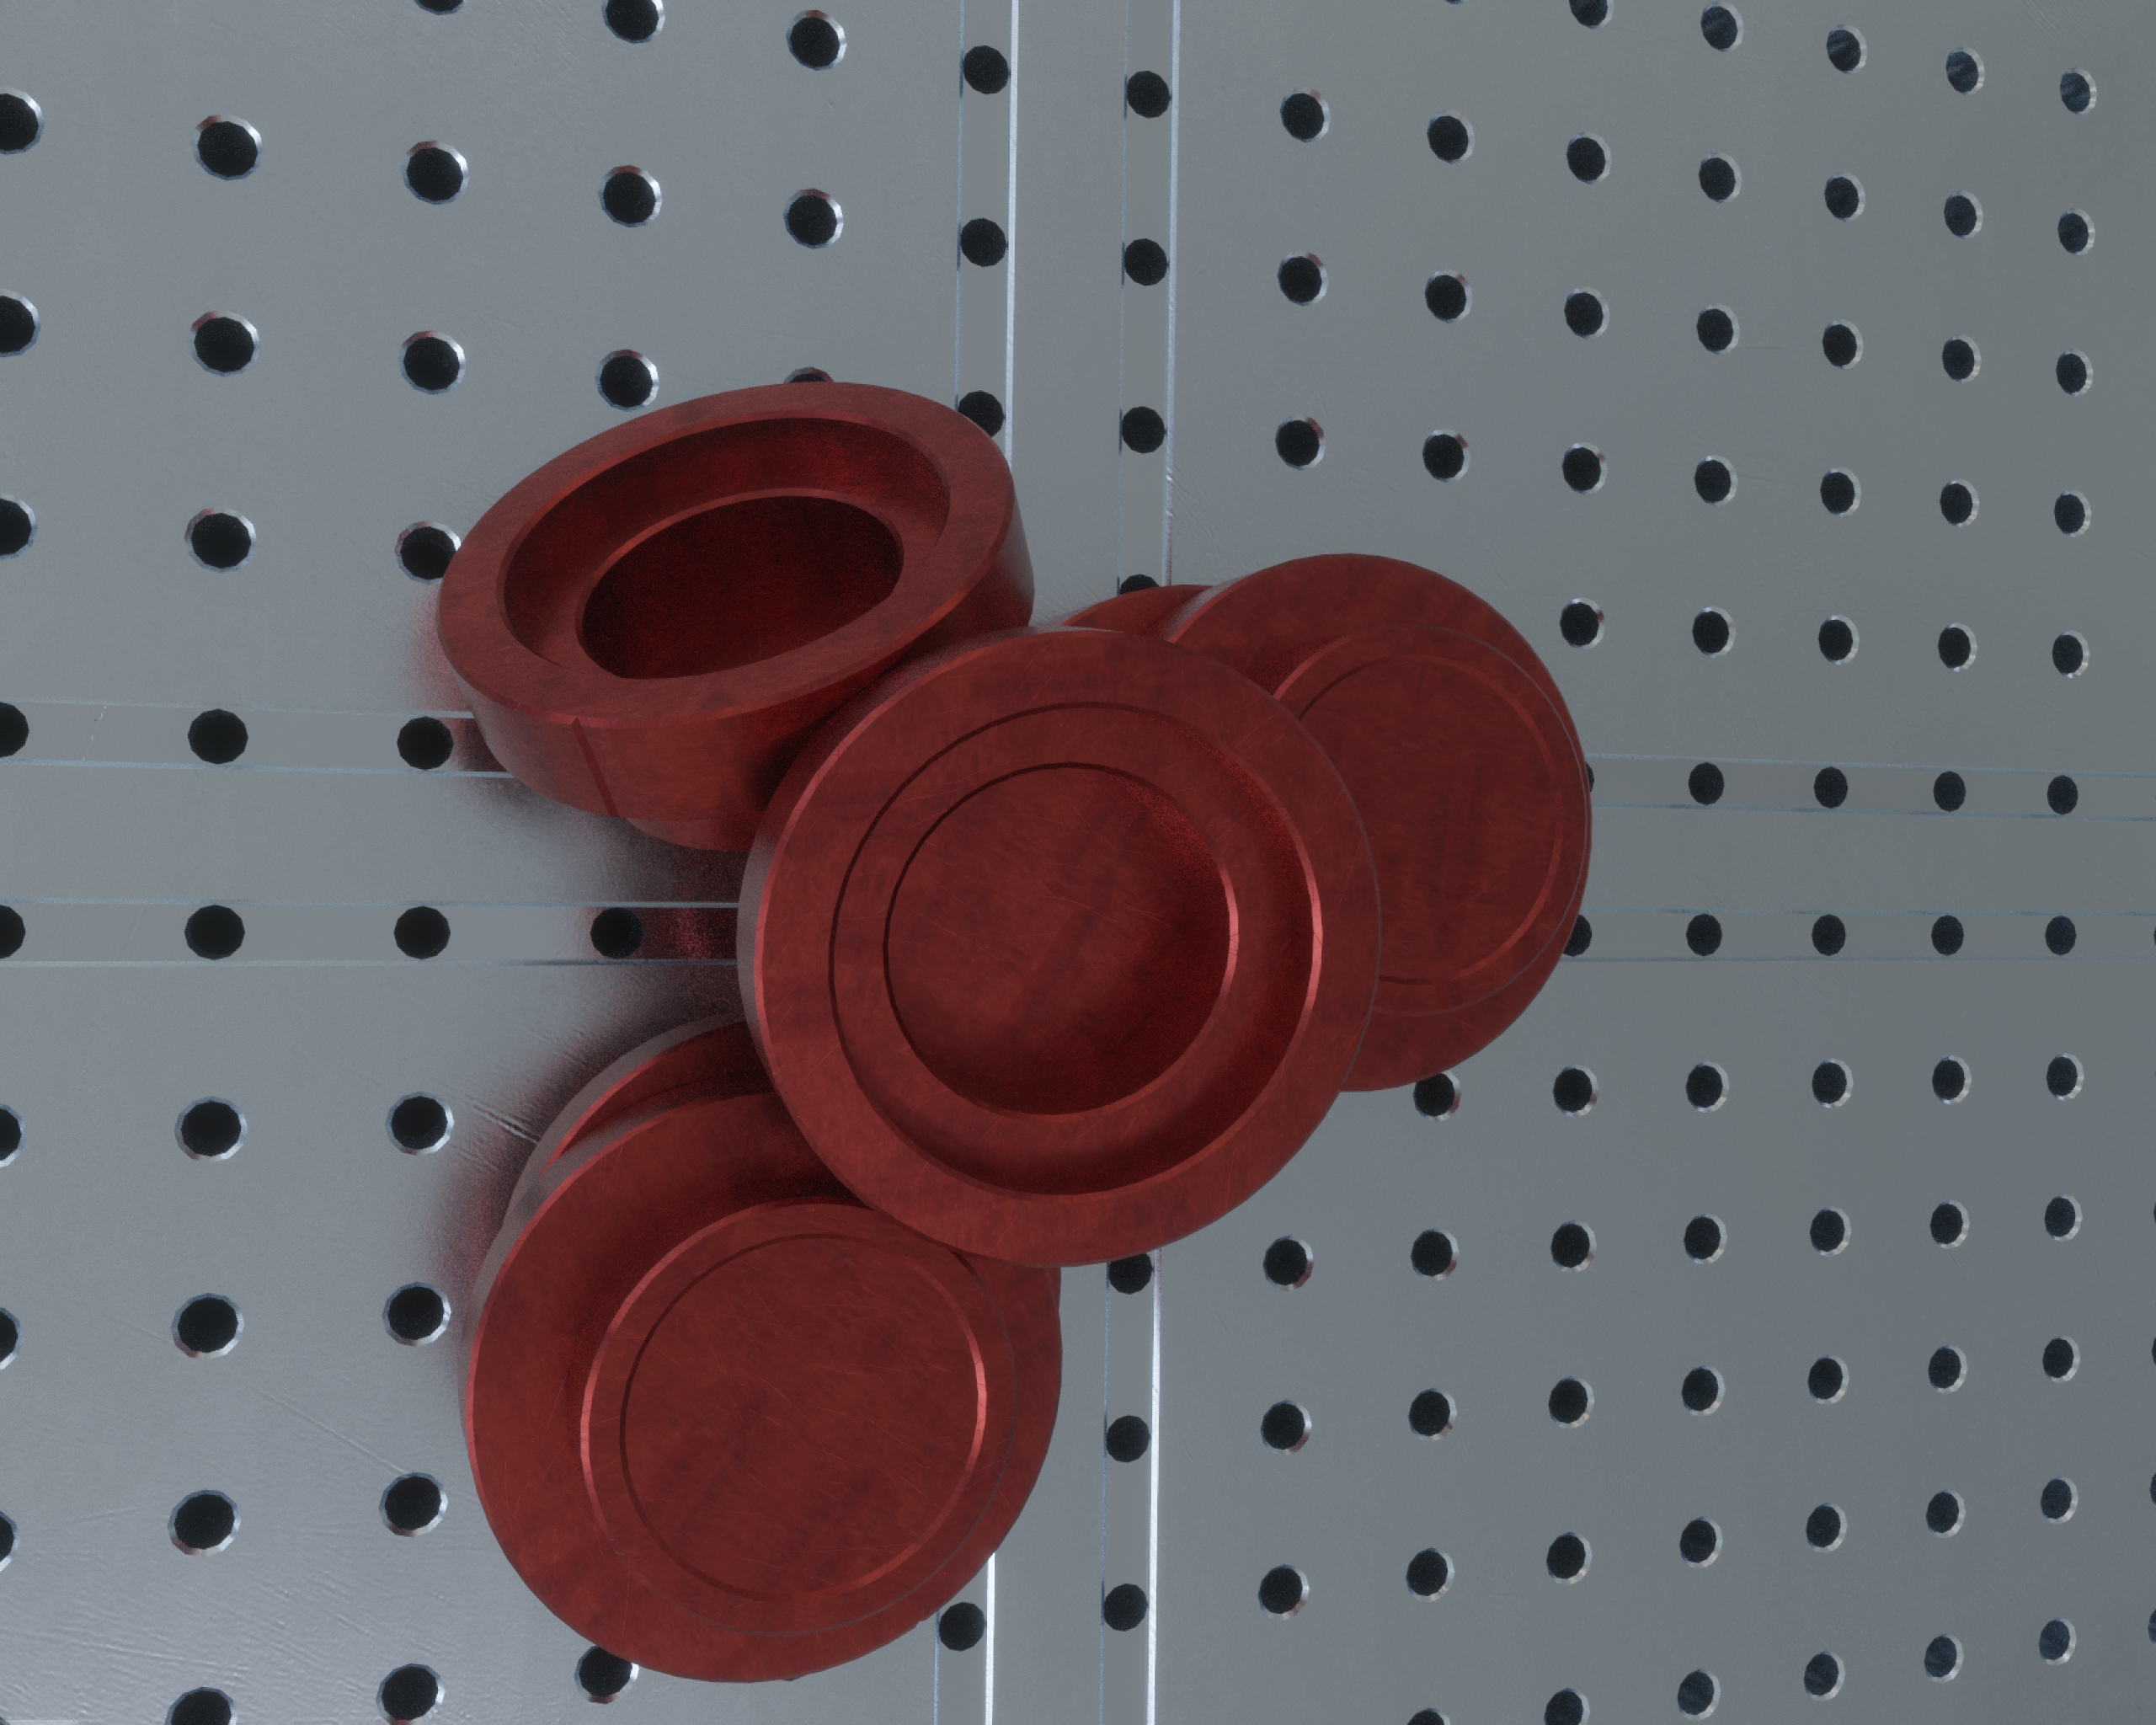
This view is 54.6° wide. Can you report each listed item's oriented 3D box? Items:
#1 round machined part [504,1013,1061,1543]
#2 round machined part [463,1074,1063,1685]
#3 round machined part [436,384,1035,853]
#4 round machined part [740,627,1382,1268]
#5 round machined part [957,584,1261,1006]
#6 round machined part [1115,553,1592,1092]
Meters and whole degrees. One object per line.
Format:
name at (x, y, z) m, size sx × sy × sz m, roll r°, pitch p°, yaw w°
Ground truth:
round machined part at (-0.049, 0.075, 0.363) m, size 0.099 × 0.042 × 0.097 m, roll 0°, pitch 90°, yaw -20°
round machined part at (-0.048, 0.085, 0.340) m, size 0.099 × 0.042 × 0.097 m, roll 0°, pitch 90°, yaw -20°
round machined part at (-0.056, -0.039, 0.362) m, size 0.099 × 0.098 × 0.042 m, roll -29°, pitch 135°, yaw -18°
round machined part at (-0.005, 0.011, 0.333) m, size 0.099 × 0.042 × 0.097 m, roll -3°, pitch 99°, yaw -17°
round machined part at (0.023, -0.003, 0.390) m, size 0.099 × 0.042 × 0.097 m, roll 0°, pitch 90°, yaw -20°
round machined part at (0.051, -0.007, 0.376) m, size 0.099 × 0.042 × 0.097 m, roll 0°, pitch 89°, yaw -20°
